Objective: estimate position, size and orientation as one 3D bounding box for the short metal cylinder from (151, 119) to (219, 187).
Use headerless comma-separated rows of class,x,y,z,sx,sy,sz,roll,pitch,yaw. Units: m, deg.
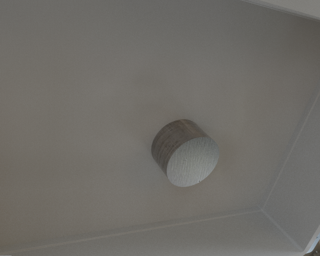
short metal cylinder,0.035,0.035,0.432,0.081,0.050,0.080,-14,124,-21
